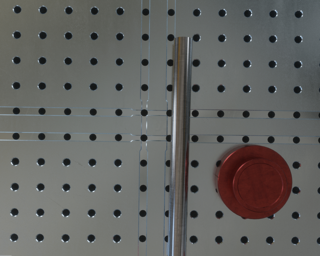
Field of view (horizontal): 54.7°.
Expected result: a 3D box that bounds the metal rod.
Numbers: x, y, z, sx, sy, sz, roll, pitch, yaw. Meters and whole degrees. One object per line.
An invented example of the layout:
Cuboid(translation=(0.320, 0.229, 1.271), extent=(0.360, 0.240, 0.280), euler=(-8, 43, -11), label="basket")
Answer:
Cuboid(translation=(0.026, 0.031, 0.413), extent=(0.025, 0.025, 0.298), euler=(2, 90, 0), label="metal rod")

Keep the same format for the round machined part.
Cuboid(translation=(0.125, 0.071, 0.406), extent=(0.099, 0.042, 0.097), euler=(0, 90, 0), label="round machined part")
